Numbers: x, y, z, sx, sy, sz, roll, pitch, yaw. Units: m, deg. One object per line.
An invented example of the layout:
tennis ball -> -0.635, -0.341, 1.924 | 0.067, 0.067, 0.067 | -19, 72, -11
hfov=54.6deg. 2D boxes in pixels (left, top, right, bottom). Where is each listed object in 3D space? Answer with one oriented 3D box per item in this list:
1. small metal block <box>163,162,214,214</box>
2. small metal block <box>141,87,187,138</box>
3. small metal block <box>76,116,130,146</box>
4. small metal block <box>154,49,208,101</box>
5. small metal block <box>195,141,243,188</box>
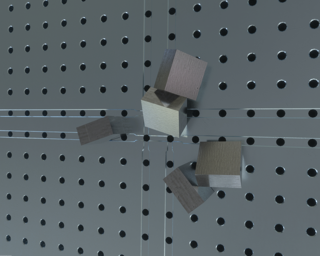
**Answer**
small metal block -> 0.037, 0.072, 0.386 | 0.025, 0.050, 0.050 | -42, 77, 18
small metal block -> 0.006, -0.020, 0.396 | 0.050, 0.050, 0.025 | 18, 53, 19
small metal block -> -0.077, 0.004, 0.427 | 0.050, 0.050, 0.025 | -19, 84, 19
small metal block -> 0.026, -0.066, 0.387 | 0.025, 0.050, 0.050 | 23, 98, 55
small metal block -> 0.072, 0.043, 0.372 | 0.050, 0.025, 0.050 | -1, 45, 18
